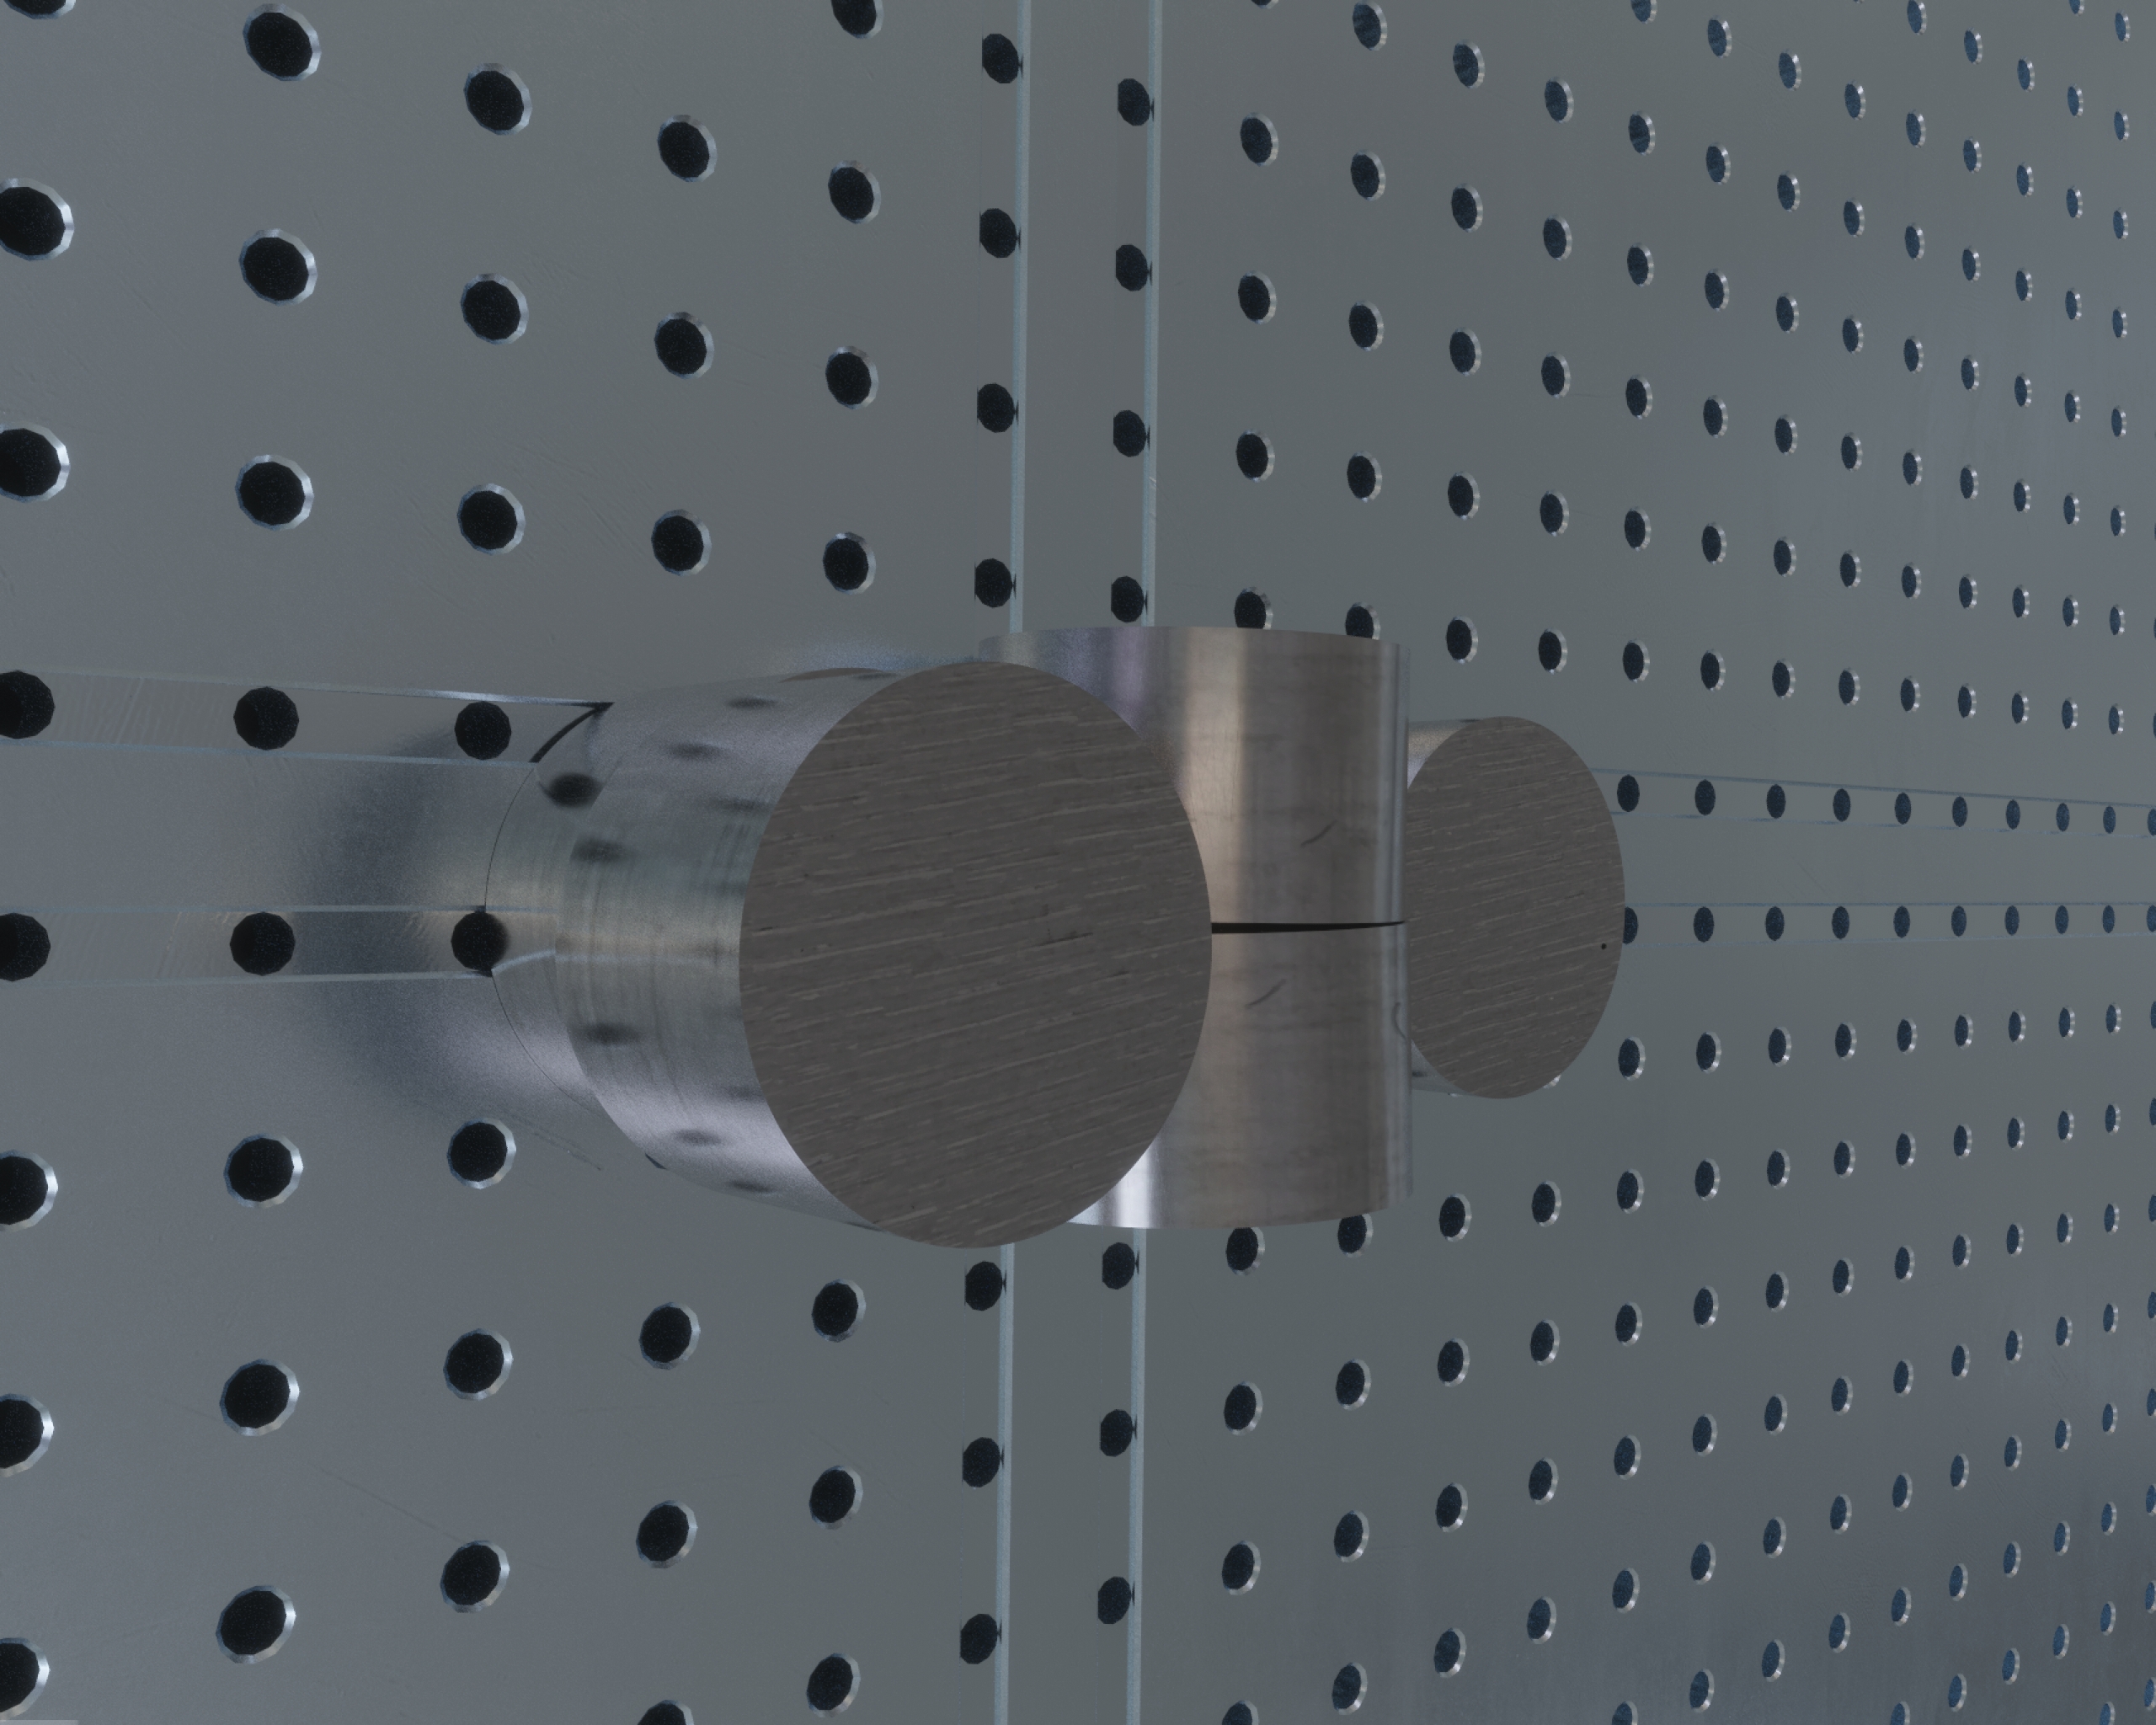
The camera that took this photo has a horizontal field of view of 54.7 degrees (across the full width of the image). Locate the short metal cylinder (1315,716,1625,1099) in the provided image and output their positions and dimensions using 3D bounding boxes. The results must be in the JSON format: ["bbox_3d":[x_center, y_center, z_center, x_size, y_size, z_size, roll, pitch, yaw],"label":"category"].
[{"bbox_3d":[0.074,0.009,0.453,0.081,0.050,0.079,0,90,-40],"label":"short metal cylinder"}]

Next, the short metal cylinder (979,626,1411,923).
[{"bbox_3d":[0.021,-0.015,0.391,0.081,0.080,0.050,1,90,-40],"label":"short metal cylinder"}]

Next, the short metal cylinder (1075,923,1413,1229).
[{"bbox_3d":[0.022,0.036,0.391,0.081,0.080,0.050,-2,91,-40],"label":"short metal cylinder"}]

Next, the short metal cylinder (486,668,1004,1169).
[{"bbox_3d":[-0.050,0.009,0.350,0.081,0.050,0.079,0,90,-40],"label":"short metal cylinder"}]

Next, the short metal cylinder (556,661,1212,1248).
[{"bbox_3d":[-0.027,0.012,0.303,0.081,0.050,0.079,0,90,-40],"label":"short metal cylinder"}]
